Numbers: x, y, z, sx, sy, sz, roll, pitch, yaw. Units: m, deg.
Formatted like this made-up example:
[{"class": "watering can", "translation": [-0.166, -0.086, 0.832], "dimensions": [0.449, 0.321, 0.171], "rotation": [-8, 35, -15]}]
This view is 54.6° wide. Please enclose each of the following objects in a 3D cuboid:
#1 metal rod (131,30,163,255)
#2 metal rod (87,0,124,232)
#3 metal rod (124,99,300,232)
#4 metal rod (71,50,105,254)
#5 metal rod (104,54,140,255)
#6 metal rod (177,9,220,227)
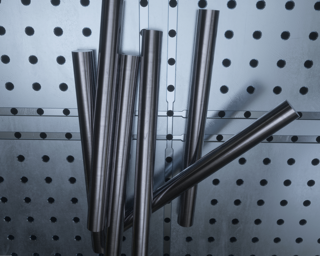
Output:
[{"class": "metal rod", "translation": [-0.018, 0.030, 0.400], "dimensions": [0.025, 0.025, 0.298], "rotation": [3, 101, -1]}, {"class": "metal rod", "translation": [-0.071, -0.007, 0.394], "dimensions": [0.025, 0.025, 0.298], "rotation": [6, 104, -2]}, {"class": "metal rod", "translation": [0.042, 0.063, 0.408], "dimensions": [0.299, 0.025, 0.025], "rotation": [-39, 106, 24]}, {"class": "metal rod", "translation": [-0.093, 0.046, 0.429], "dimensions": [0.025, 0.025, 0.298], "rotation": [-1, 110, 0]}, {"class": "metal rod", "translation": [-0.053, 0.054, 0.416], "dimensions": [0.025, 0.025, 0.298], "rotation": [6, 104, -2]}, {"class": "metal rod", "translation": [0.048, 0.001, 0.414], "dimensions": [0.025, 0.025, 0.298], "rotation": [3, 110, -1]}]
